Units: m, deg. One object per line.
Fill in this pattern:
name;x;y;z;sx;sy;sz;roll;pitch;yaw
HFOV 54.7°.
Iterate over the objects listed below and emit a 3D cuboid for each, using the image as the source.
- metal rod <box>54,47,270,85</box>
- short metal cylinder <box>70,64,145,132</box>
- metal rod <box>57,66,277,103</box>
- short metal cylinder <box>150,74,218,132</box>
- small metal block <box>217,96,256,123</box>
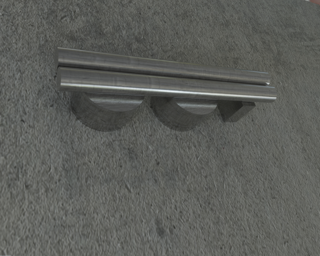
metal rod;0.024;-0.073;0.397;0.303;0.025;0.025;0;62;-28
short metal cylinder;-0.064;-0.042;0.379;0.081;0.050;0.080;14;56;-21
metal rod;0.030;-0.050;0.387;0.303;0.025;0.025;0;62;-28
short metal cylinder;0.033;-0.041;0.432;0.081;0.050;0.080;14;56;-21
small metal block;0.113;-0.042;0.477;0.025;0.050;0.050;-1;62;-29
